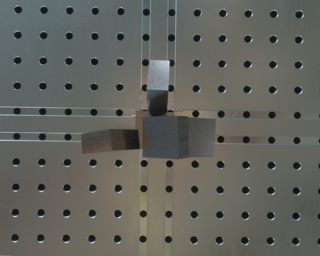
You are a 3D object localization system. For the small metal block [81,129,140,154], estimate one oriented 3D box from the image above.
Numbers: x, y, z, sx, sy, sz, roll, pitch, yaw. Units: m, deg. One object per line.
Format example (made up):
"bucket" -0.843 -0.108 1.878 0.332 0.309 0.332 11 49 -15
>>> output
"small metal block" -0.062 0.017 0.390 0.050 0.050 0.025 -9 84 35

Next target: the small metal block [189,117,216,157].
"small metal block" 0.044 0.012 0.403 0.050 0.025 0.050 3 90 -31

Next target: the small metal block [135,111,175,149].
"small metal block" -0.007 0.003 0.414 0.050 0.025 0.050 2 90 0

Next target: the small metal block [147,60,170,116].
"small metal block" -0.002 -0.049 0.391 0.025 0.050 0.050 3 54 1

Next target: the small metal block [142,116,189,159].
"small metal block" 0.006 0.011 0.377 0.050 0.025 0.050 0 90 33
